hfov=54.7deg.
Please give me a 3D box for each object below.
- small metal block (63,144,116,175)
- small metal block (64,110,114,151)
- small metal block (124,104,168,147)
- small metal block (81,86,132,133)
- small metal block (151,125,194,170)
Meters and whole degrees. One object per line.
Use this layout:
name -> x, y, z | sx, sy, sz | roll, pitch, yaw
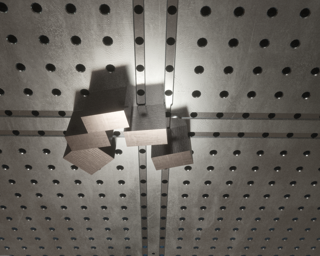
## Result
small metal block -> -0.099, 0.034, 0.440 | 0.050, 0.025, 0.050 | -36, 122, 26
small metal block -> -0.087, 0.000, 0.394 | 0.050, 0.050, 0.025 | -8, 130, 6
small metal block -> -0.017, -0.004, 0.392 | 0.050, 0.050, 0.025 | -4, 130, 3
small metal block -> -0.063, -0.023, 0.375 | 0.050, 0.050, 0.025 | -8, 130, 6
small metal block -> 0.016, 0.026, 0.418 | 0.050, 0.050, 0.025 | -12, 129, 9
